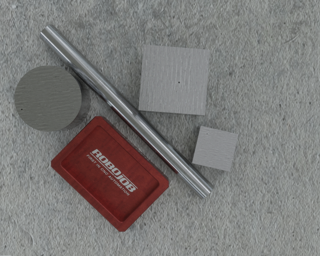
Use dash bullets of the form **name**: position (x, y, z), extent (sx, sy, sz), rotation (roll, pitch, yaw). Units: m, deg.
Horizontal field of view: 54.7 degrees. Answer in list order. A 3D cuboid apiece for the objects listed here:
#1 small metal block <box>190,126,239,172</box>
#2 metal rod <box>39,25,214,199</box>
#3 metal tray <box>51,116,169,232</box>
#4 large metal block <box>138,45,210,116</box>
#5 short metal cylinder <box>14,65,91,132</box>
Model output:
- **small metal block**: position (0.072, 0.027, 0.413), extent (0.050, 0.025, 0.050), rotation (13, 90, -1)
- **metal rod**: position (-0.043, -0.021, 0.410), extent (0.025, 0.025, 0.300), rotation (-45, 91, 0)
- **metal tray**: position (-0.064, 0.058, 0.408), extent (0.130, 0.030, 0.090), rotation (44, 90, -1)
- **large metal block**: position (0.017, -0.058, 0.399), extent (0.081, 0.050, 0.079), rotation (4, 90, -1)
- **short metal cylinder**: position (-0.135, -0.036, 0.397), extent (0.081, 0.050, 0.079), rotation (0, 90, -1)
